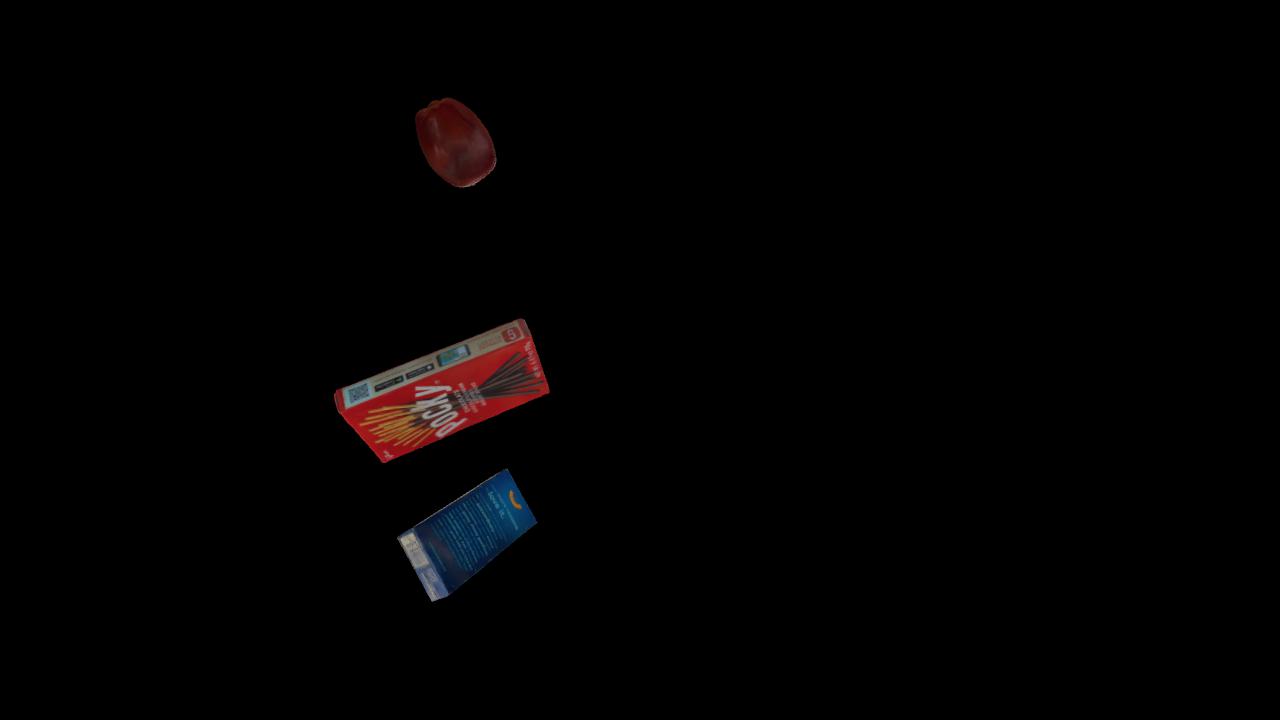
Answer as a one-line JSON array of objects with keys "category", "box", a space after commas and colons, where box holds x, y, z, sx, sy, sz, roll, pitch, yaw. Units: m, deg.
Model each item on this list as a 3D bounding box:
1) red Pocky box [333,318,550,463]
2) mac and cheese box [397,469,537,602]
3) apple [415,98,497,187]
[{"category": "red Pocky box", "box": [-0.155, 0.027, 0.506, 0.155, 0.028, 0.083, -23, -34, -11]}, {"category": "mac and cheese box", "box": [-0.221, 0.224, 0.812, 0.041, 0.093, 0.184, -31, -1, 29]}, {"category": "apple", "box": [-0.200, -0.233, 0.669, 0.079, 0.093, 0.079, -15, 37, 12]}]
